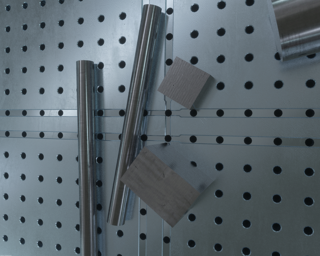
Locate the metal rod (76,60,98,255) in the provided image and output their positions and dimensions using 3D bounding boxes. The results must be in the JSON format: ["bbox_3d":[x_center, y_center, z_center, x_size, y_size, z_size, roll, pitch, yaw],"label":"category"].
[{"bbox_3d":[-0.105,0.053,0.448,0.025,0.025,0.298,-2,89,19],"label":"metal rod"}]

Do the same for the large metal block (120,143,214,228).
[{"bbox_3d":[0.012,0.064,0.379,0.080,0.080,0.050,39,102,15],"label":"large metal block"}]

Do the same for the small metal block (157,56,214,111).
[{"bbox_3d":[0.033,-0.057,0.400,0.050,0.025,0.050,33,100,16],"label":"small metal block"}]

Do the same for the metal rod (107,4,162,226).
[{"bbox_3d":[-0.036,-0.015,0.424,0.025,0.025,0.298,11,94,19],"label":"metal rod"}]

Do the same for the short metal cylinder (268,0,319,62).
[{"bbox_3d":[0.149,-0.117,0.331,0.050,0.080,0.080,-13,86,19],"label":"short metal cylinder"}]
